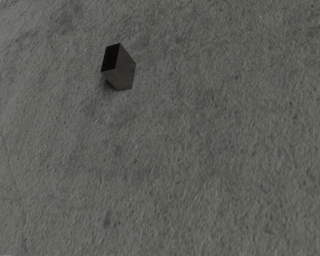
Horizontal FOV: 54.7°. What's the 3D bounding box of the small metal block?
[{"bbox_3d":[-0.063,-0.093,0.476,0.025,0.050,0.050,-8,58,24],"label":"small metal block"}]
